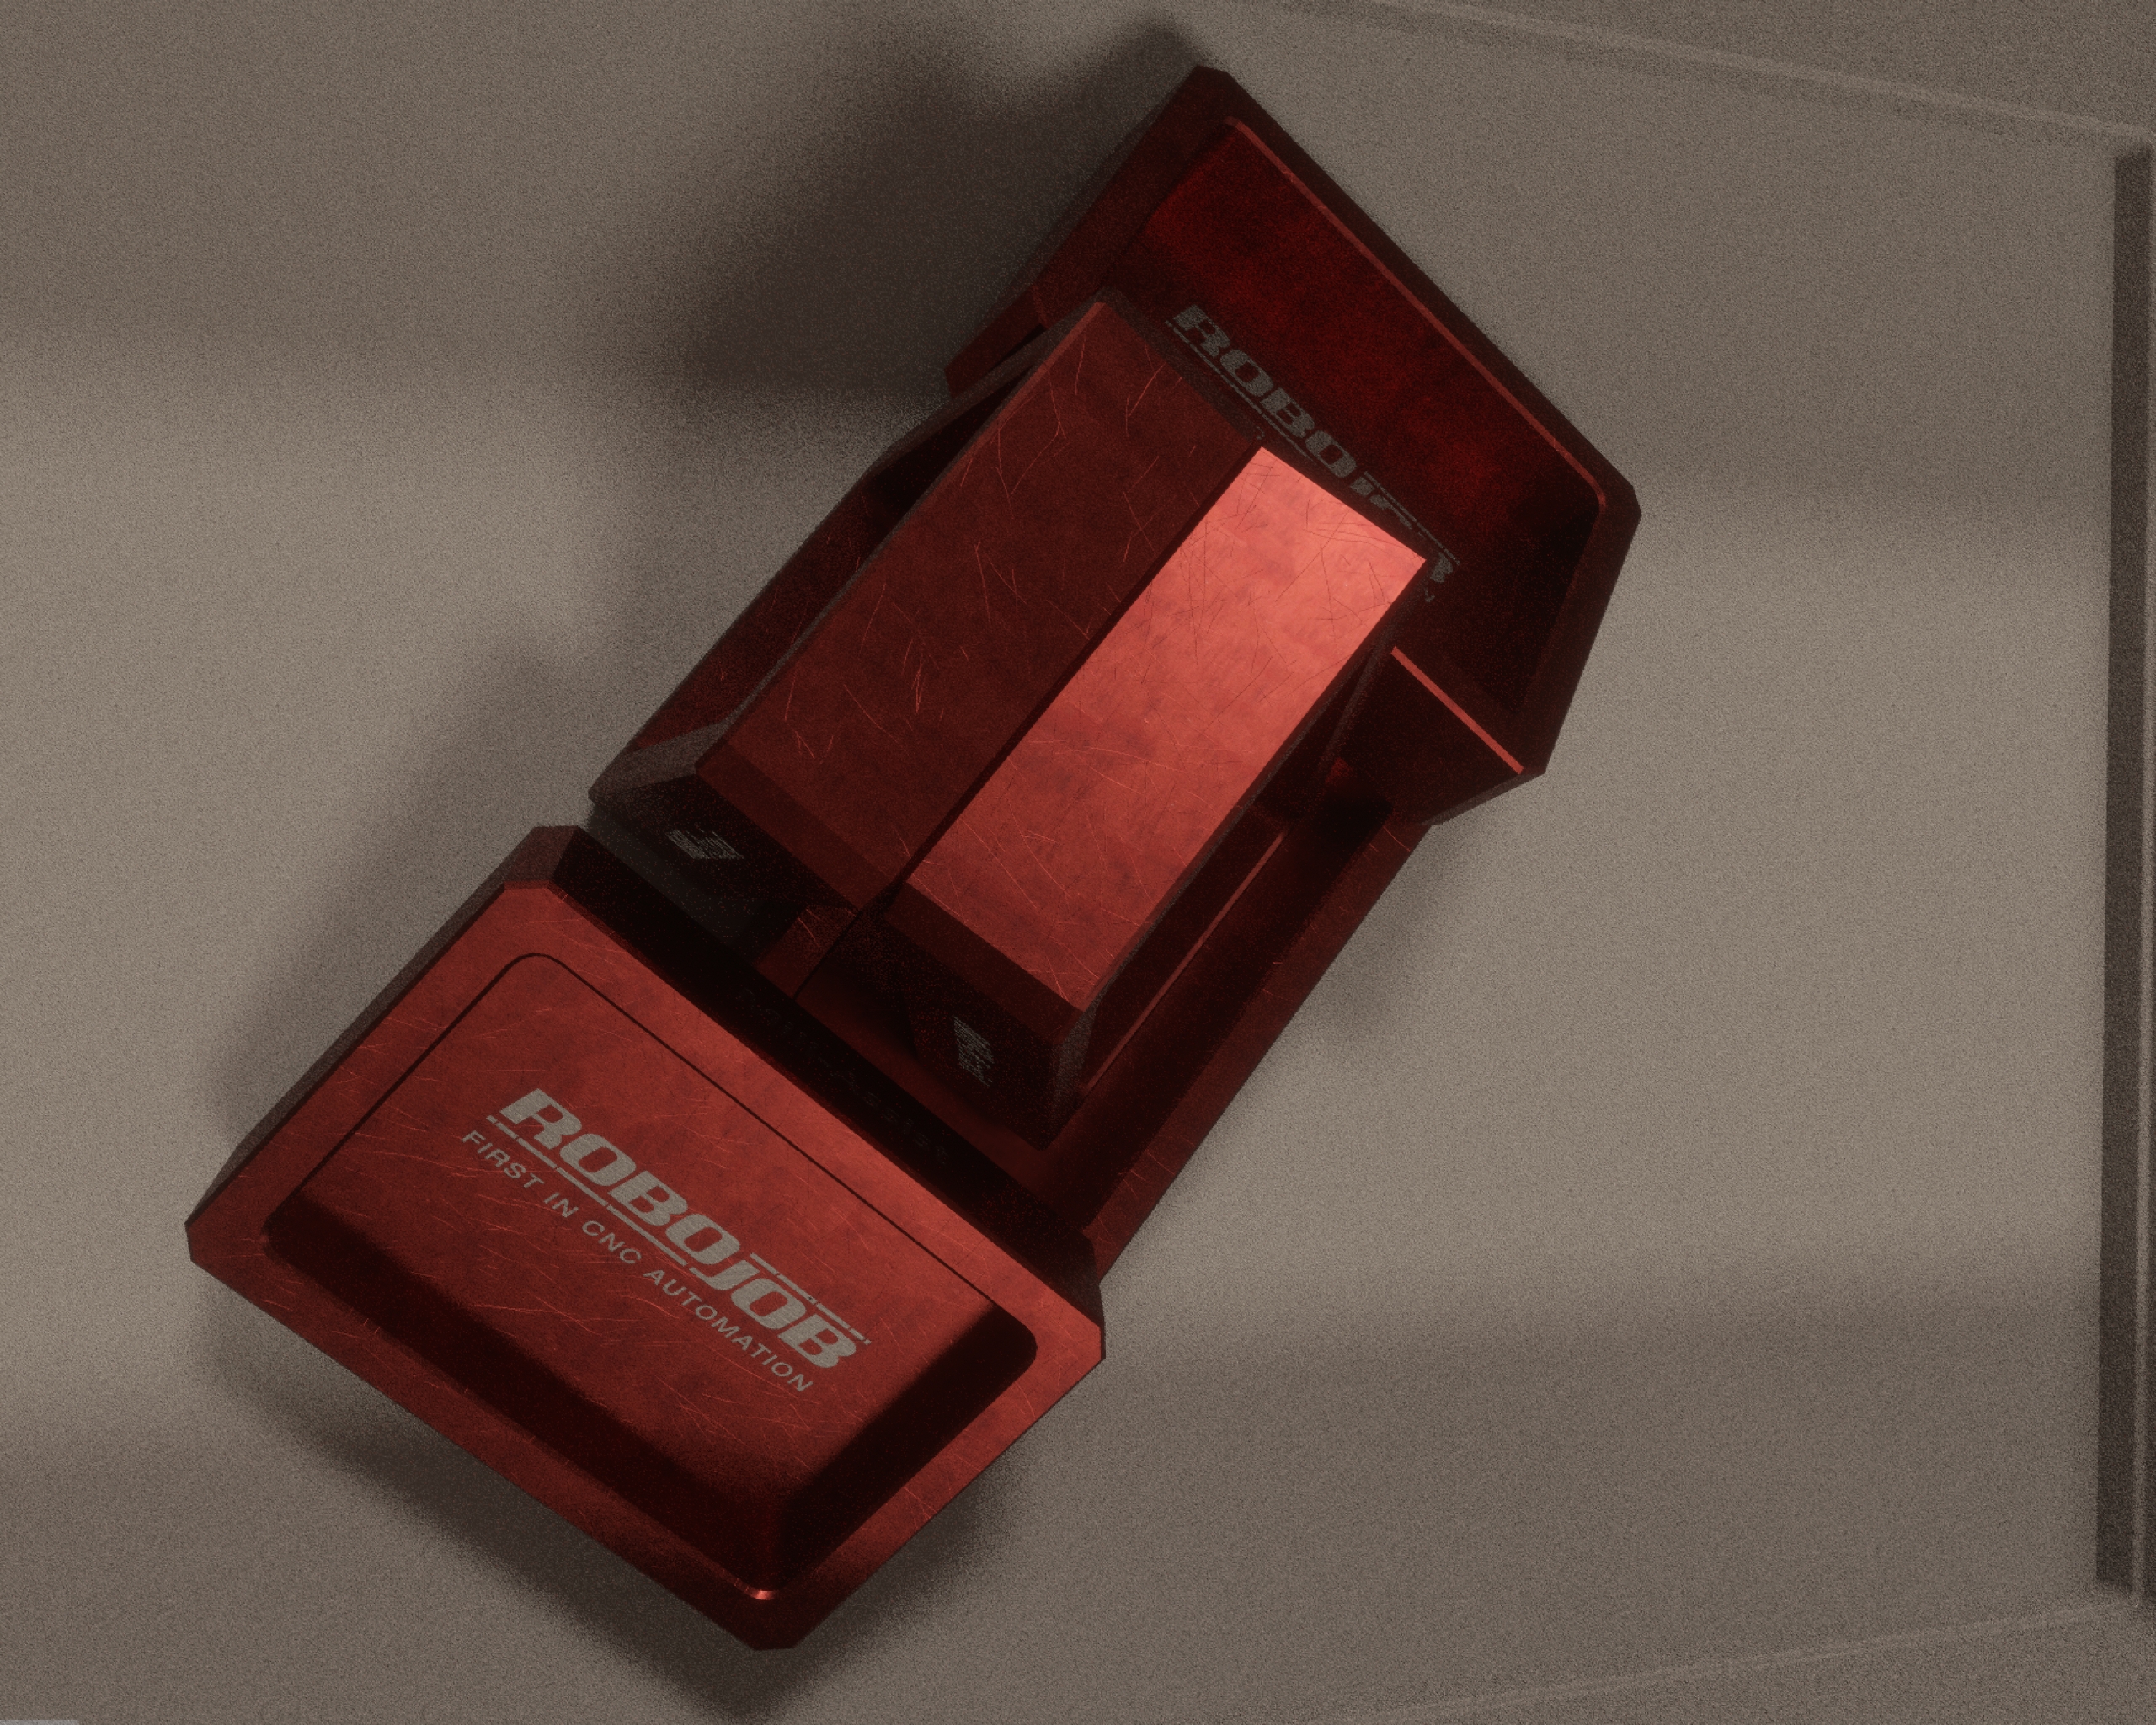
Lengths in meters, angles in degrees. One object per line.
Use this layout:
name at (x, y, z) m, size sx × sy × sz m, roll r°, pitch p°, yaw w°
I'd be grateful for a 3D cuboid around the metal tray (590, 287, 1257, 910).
metal tray at (-0.032, -0.037, 0.341) m, size 0.030 × 0.130 × 0.090 m, roll 42°, pitch 77°, yaw -15°

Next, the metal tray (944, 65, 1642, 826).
metal tray at (0.047, -0.081, 0.406) m, size 0.130 × 0.030 × 0.090 m, roll 41°, pitch 52°, yaw -16°

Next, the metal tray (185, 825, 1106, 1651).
metal tray at (-0.071, 0.067, 0.362) m, size 0.130 × 0.030 × 0.090 m, roll 42°, pitch 101°, yaw -16°

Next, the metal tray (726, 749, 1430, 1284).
metal tray at (0.001, 0.006, 0.407) m, size 0.090 × 0.030 × 0.130 m, roll 41°, pitch 77°, yaw -16°

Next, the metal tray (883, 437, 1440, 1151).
metal tray at (0.011, -0.003, 0.345) m, size 0.030 × 0.130 × 0.090 m, roll 37°, pitch 77°, yaw 7°
